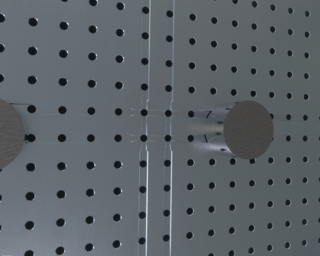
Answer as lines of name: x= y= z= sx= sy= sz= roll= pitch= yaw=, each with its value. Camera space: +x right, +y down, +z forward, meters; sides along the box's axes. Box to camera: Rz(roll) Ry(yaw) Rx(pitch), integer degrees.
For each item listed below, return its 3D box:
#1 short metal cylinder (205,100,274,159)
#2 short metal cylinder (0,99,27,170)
short metal cylinder: x=0.112 y=0.002 z=0.440 sx=0.081 sy=0.050 sz=0.079 roll=0 pitch=90 yaw=-20
short metal cylinder: x=-0.187 y=0.006 z=0.330 sx=0.081 sy=0.050 sz=0.079 roll=0 pitch=90 yaw=-20
